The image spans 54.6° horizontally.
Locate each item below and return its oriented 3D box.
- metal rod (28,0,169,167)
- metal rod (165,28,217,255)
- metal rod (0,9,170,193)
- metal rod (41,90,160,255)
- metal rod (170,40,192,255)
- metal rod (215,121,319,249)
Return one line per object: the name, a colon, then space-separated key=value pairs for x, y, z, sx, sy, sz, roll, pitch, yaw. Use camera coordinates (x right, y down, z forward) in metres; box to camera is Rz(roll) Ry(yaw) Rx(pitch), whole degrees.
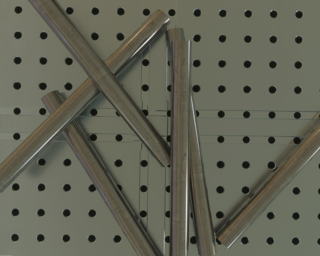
metal rod: x=-0.075 y=-0.070 z=0.368 sx=0.025 sy=0.025 sz=0.300 roll=-37 pitch=108 yaw=0
metal rod: x=0.041 y=0.018 z=0.413 sx=0.025 sy=0.025 sz=0.298 roll=-8 pitch=90 yaw=0
metal rod: x=-0.097 y=-0.040 z=0.392 sx=0.025 sy=0.025 sz=0.300 roll=43 pitch=82 yaw=0
metal rod: x=-0.068 y=0.084 z=0.412 sx=0.025 sy=0.025 sz=0.299 roll=-32 pitch=90 yaw=0
metal rod: x=0.026 y=0.043 z=0.395 sx=0.025 sy=0.025 sz=0.298 roll=0 pitch=97 yaw=0
metal rod: x=0.184 y=0.042 z=0.414 sx=0.025 sy=0.025 sz=0.300 roll=43 pitch=90 yaw=0
